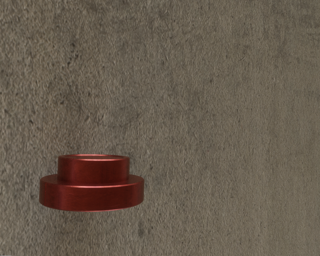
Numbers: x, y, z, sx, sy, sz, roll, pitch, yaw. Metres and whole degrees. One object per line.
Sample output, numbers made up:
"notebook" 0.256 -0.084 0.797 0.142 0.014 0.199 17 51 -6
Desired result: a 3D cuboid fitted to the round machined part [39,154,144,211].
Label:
"round machined part" -0.065 0.048 0.303 0.099 0.098 0.042 3 88 -40
